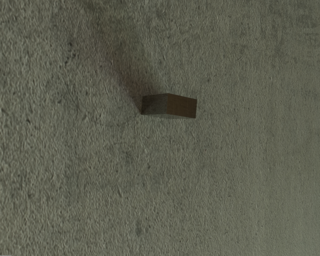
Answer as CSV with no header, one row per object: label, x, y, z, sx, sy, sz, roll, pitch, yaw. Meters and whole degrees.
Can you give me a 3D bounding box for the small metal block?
small metal block,0.012,-0.027,0.401,0.050,0.050,0.025,7,86,-40
